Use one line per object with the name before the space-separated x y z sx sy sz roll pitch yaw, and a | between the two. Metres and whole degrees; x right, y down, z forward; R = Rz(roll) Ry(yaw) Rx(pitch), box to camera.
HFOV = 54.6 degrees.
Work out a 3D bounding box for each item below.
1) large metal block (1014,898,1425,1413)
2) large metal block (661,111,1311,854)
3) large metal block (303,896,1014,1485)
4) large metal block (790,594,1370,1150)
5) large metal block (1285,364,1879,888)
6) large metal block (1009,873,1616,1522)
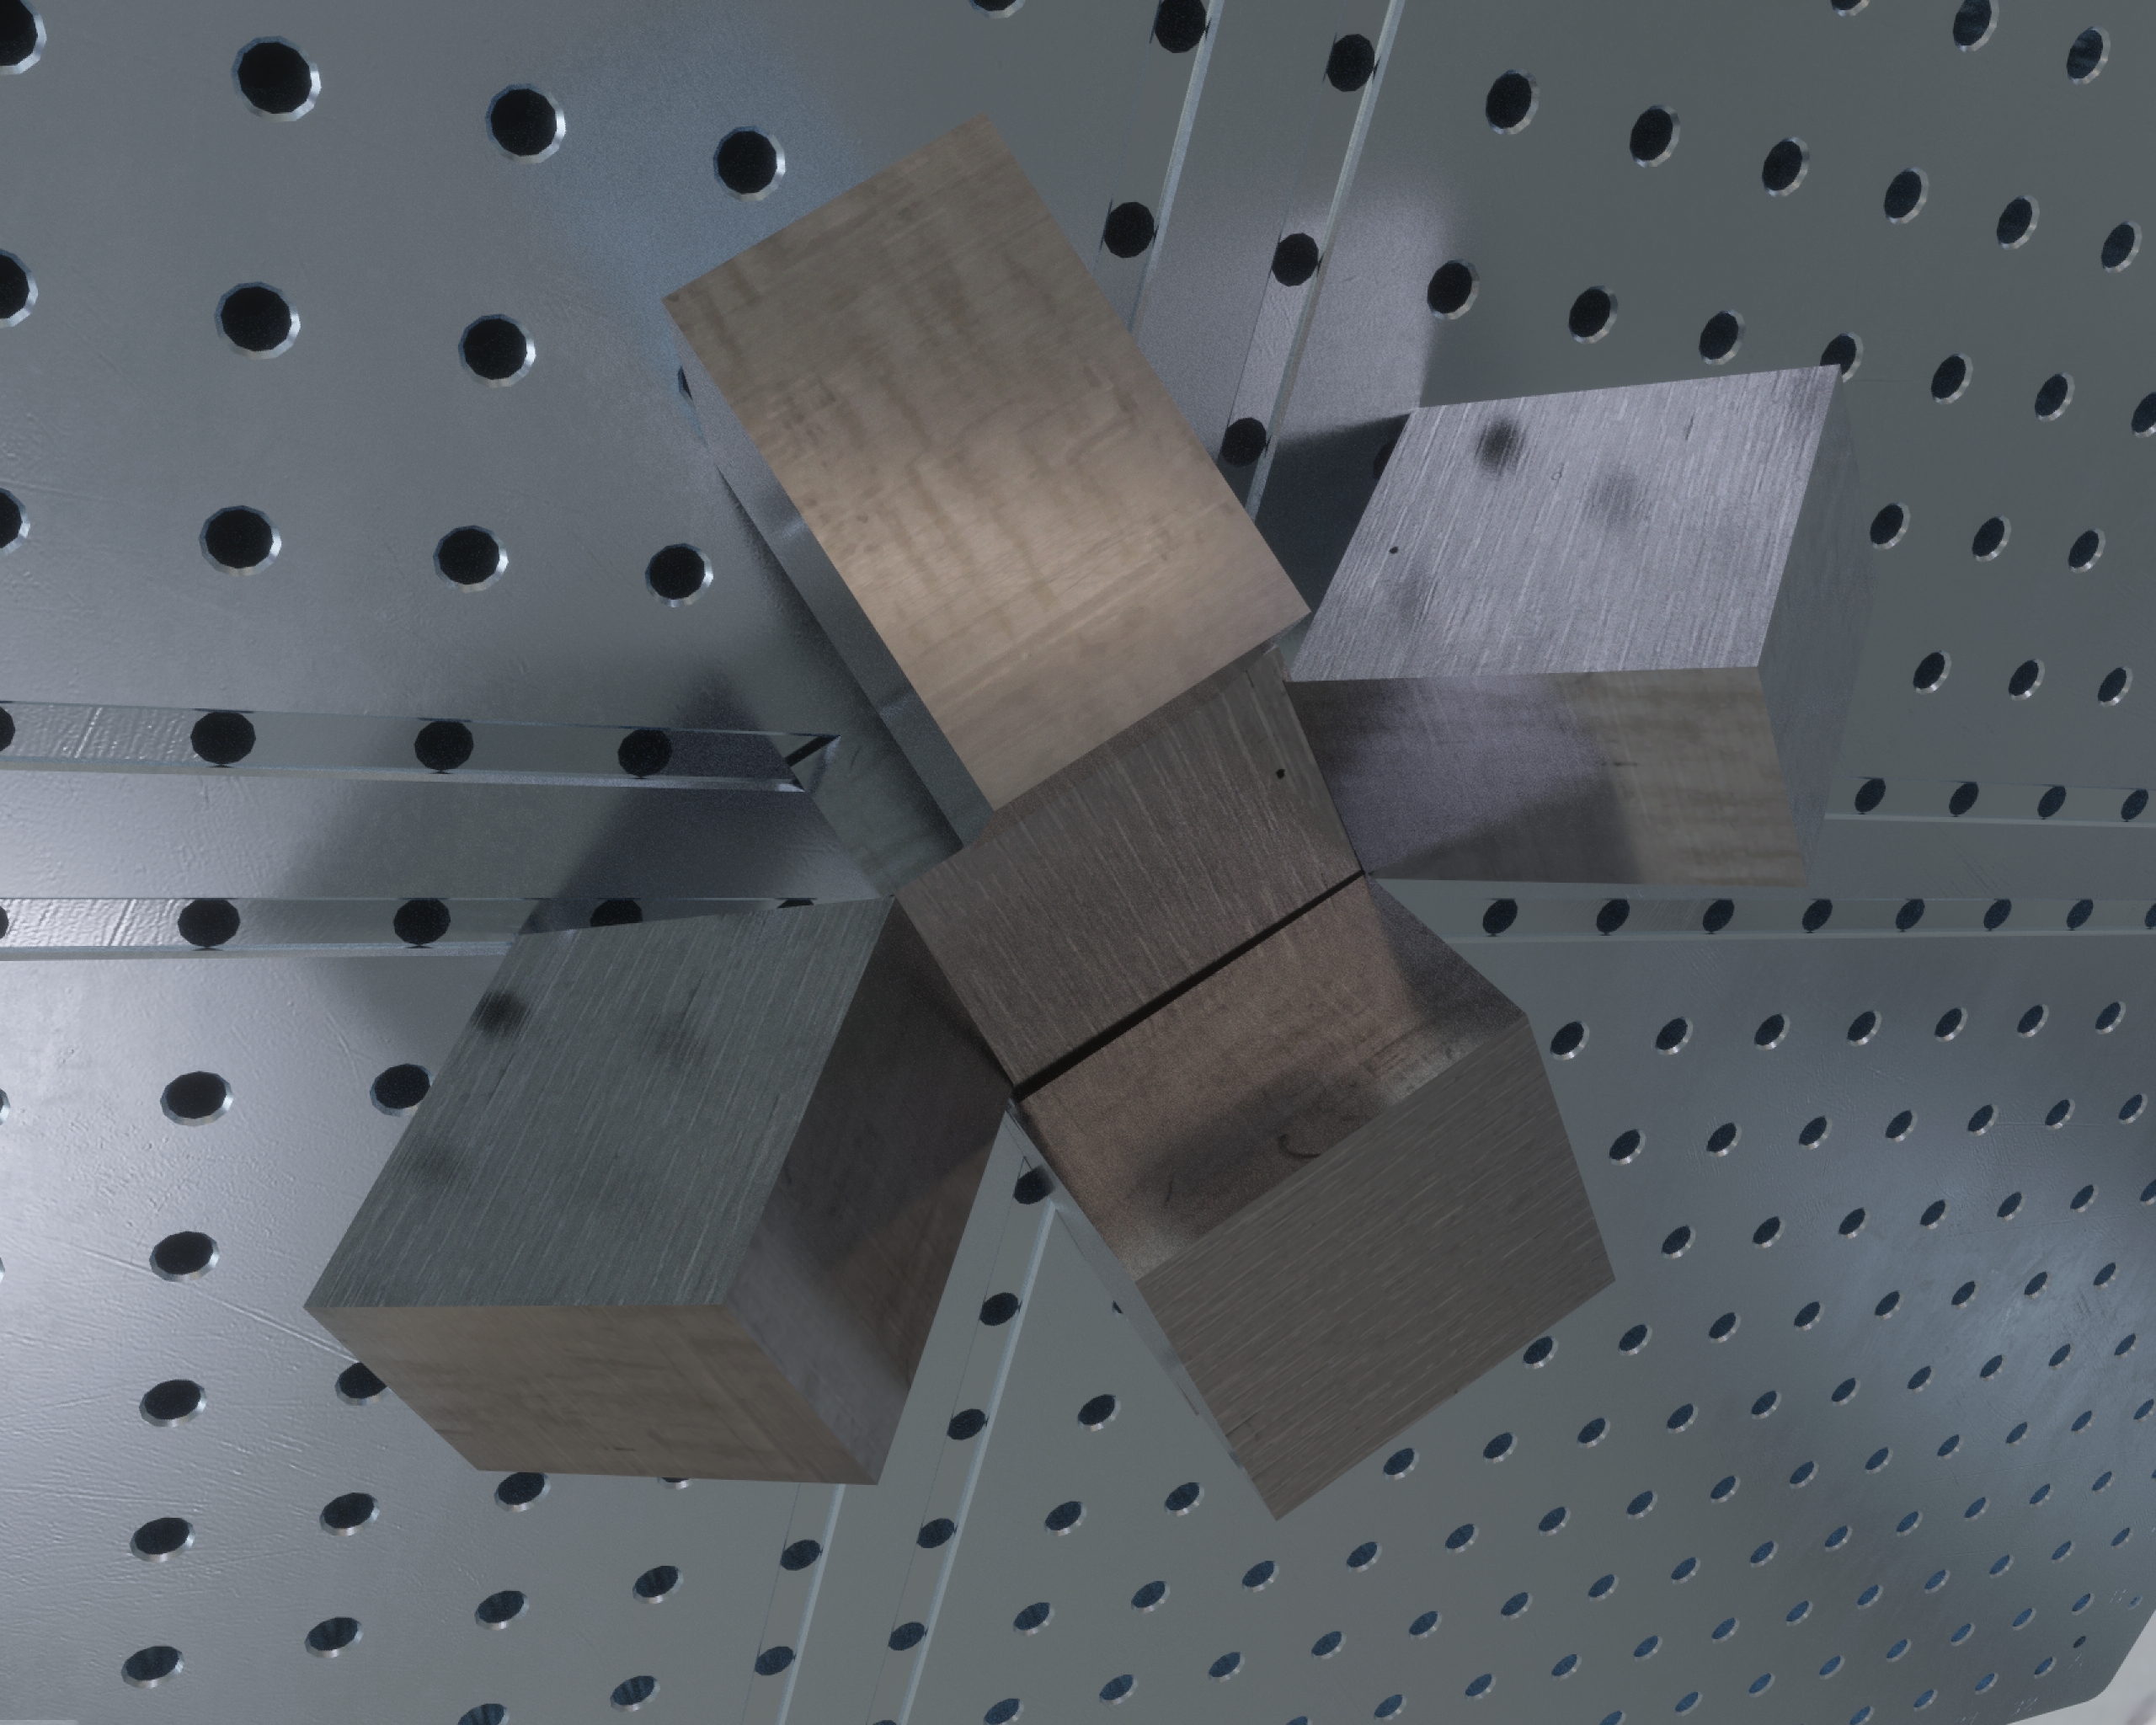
large metal block | 0.034 0.057 0.447 0.080 0.050 0.080 -33 128 -8
large metal block | -0.015 -0.051 0.315 0.050 0.080 0.080 -33 90 -7
large metal block | -0.067 0.055 0.353 0.080 0.080 0.050 -6 133 25
large metal block | 0.005 0.000 0.397 0.080 0.050 0.080 -33 129 -7
large metal block | 0.094 -0.042 0.380 0.080 0.080 0.050 -63 140 -36
large metal block | 0.046 0.063 0.392 0.080 0.050 0.080 -33 130 -8
